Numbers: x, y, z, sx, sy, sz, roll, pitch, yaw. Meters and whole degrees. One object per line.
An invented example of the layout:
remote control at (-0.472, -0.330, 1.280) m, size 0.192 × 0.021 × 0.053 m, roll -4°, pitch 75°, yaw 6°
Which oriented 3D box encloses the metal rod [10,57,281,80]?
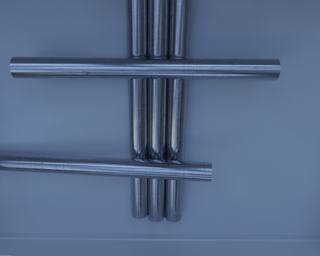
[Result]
metal rod at (-0.016, -0.069, 0.358) m, size 0.302 × 0.025 × 0.025 m, roll 0°, pitch 110°, yaw 0°

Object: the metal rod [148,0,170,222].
metal rod at (-0.004, -0.008, 0.407) m, size 0.025 × 0.025 × 0.298 m, roll 1°, pitch 110°, yaw 0°

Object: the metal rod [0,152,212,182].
metal rod at (-0.085, 0.050, 0.409) m, size 0.302 × 0.025 × 0.025 m, roll 2°, pitch 110°, yaw 6°

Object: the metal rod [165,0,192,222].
metal rod at (0.022, -0.008, 0.406) m, size 0.025 × 0.025 × 0.298 m, roll 1°, pitch 110°, yaw 0°

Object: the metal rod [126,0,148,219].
metal rod at (-0.028, -0.013, 0.405) m, size 0.025 × 0.025 × 0.298 m, roll 0°, pitch 110°, yaw 0°
